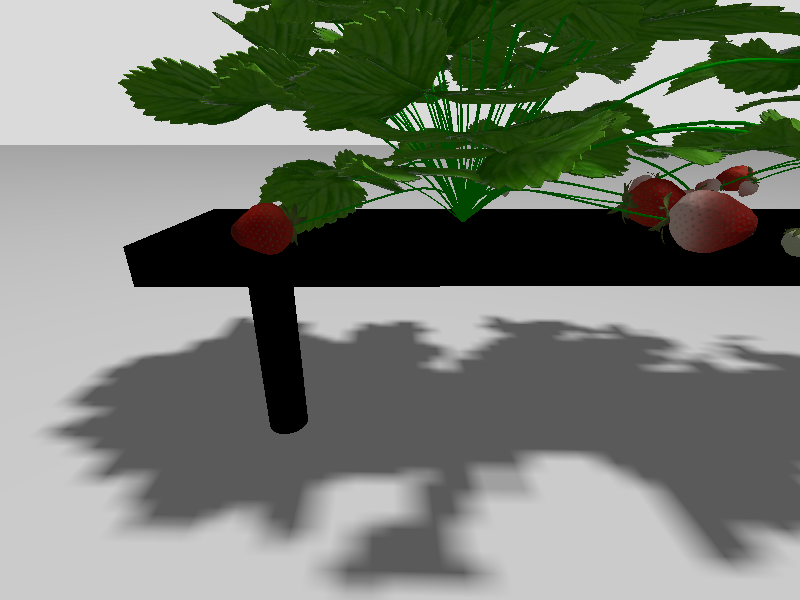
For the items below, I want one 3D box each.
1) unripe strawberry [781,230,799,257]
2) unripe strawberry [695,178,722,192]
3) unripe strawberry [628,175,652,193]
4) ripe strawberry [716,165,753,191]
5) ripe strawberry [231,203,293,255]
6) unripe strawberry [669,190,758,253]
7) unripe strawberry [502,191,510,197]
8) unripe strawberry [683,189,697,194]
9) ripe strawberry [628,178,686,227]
[{"bbox_3d":[0.239,-0.034,0.239,0.017,0.016,0.015,14,26,29],"label":"unripe strawberry"},{"bbox_3d":[0.366,-0.133,0.476,0.024,0.021,0.024,-21,26,-40],"label":"unripe strawberry"},{"bbox_3d":[0.260,-0.117,0.431,0.033,0.032,0.030,-42,2,30],"label":"unripe strawberry"},{"bbox_3d":[0.430,-0.156,0.517,0.037,0.032,0.037,-9,11,-20],"label":"ripe strawberry"},{"bbox_3d":[-0.086,-0.044,0.250,0.036,0.031,0.036,-16,28,-32],"label":"ripe strawberry"},{"bbox_3d":[0.195,-0.049,0.251,0.045,0.038,0.045,16,28,32],"label":"unripe strawberry"},{"bbox_3d":[0.124,-0.128,0.474,0.011,0.011,0.011,11,25,25],"label":"unripe strawberry"},{"bbox_3d":[0.257,-0.084,0.353,0.026,0.026,0.029,0,23,-3],"label":"unripe strawberry"},{"bbox_3d":[0.206,-0.078,0.320,0.045,0.038,0.044,4,23,8],"label":"ripe strawberry"}]
